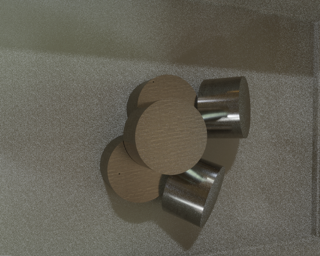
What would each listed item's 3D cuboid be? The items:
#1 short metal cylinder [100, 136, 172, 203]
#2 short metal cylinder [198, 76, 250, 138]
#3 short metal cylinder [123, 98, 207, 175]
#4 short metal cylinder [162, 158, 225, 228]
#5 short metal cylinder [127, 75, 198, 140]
[{"bbox_3d":[-0.030,0.048,0.386,0.081,0.050,0.079,0,90,-21],"label":"short metal cylinder"},{"bbox_3d":[0.086,-0.026,0.407,0.080,0.050,0.079,-2,90,-64],"label":"short metal cylinder"},{"bbox_3d":[0.005,0.009,0.344,0.081,0.050,0.079,0,90,-21],"label":"short metal cylinder"},{"bbox_3d":[0.043,0.077,0.390,0.050,0.080,0.080,19,82,22],"label":"short metal cylinder"},{"bbox_3d":[0.003,-0.025,0.397,0.081,0.050,0.079,0,90,-21],"label":"short metal cylinder"}]
